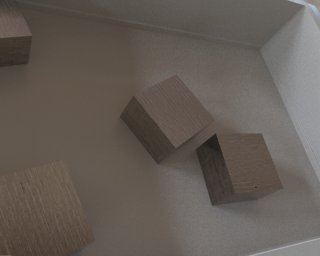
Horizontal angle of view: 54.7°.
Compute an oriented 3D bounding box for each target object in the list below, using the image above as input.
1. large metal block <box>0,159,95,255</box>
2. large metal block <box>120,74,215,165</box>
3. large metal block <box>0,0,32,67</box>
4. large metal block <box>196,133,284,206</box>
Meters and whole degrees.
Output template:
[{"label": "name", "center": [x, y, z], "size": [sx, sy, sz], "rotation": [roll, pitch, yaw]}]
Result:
[{"label": "large metal block", "center": [-0.116, 0.084, 0.277], "size": [0.081, 0.050, 0.080], "rotation": [-15, 70, -34]}, {"label": "large metal block", "center": [0.010, -0.013, 0.404], "size": [0.081, 0.050, 0.080], "rotation": [-32, 80, -38]}, {"label": "large metal block", "center": [-0.203, -0.115, 0.351], "size": [0.081, 0.050, 0.080], "rotation": [-18, 72, -35]}, {"label": "large metal block", "center": [0.105, 0.054, 0.415], "size": [0.081, 0.050, 0.080], "rotation": [1, 61, -28]}]
